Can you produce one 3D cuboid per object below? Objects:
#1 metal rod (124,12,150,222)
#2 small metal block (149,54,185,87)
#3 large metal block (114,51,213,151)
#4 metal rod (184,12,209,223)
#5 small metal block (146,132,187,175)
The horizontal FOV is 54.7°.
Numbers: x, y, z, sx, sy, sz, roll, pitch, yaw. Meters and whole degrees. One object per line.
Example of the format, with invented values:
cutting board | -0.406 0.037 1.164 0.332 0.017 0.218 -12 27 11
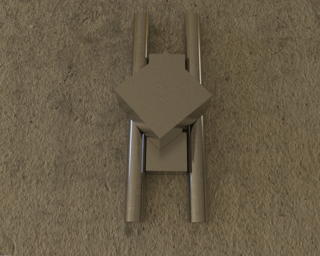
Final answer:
metal rod | -0.029 -0.028 0.420 0.025 0.025 0.299 1 70 0
small metal block | 0.009 -0.076 0.436 0.050 0.025 0.050 1 70 0
large metal block | 0.004 -0.033 0.379 0.080 0.050 0.080 -39 75 -13
metal rod | 0.047 -0.028 0.420 0.025 0.025 0.299 1 70 0
small metal block | 0.008 0.033 0.396 0.050 0.025 0.050 1 70 0
